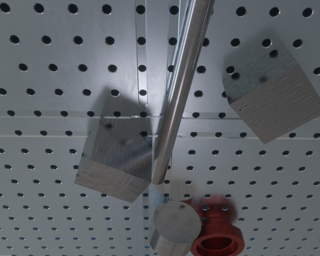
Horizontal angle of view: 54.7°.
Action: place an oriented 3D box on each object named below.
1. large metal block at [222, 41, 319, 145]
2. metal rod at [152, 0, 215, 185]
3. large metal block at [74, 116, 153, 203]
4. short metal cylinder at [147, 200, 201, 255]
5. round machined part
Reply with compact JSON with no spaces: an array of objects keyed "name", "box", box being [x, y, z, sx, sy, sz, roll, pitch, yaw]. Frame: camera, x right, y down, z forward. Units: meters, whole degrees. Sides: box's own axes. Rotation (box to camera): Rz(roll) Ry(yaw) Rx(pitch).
[{"name":"large metal block","box":[0.133,-0.038,0.364,0.080,0.050,0.080,-33,123,25]},{"name":"metal rod","box":[0.020,-0.034,0.382,0.025,0.025,0.298,8,130,-7]},{"name":"large metal block","box":[-0.058,0.042,0.410,0.080,0.080,0.050,25,126,-20]},{"name":"short metal cylinder","box":[0.023,0.170,0.520,0.081,0.080,0.050,9,130,-8]},{"name":"round machined part","box":[0.103,0.203,0.574,0.099,0.042,0.097,0,130,0]}]
